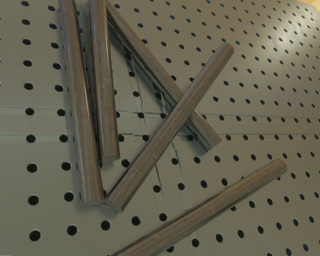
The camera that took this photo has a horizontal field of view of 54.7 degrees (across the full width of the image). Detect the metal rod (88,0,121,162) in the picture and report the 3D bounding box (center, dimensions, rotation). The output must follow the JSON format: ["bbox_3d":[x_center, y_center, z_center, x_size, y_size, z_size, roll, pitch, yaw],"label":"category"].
[{"bbox_3d":[-0.079,-0.102,0.411,0.025,0.025,0.299,3,66,-27],"label":"metal rod"}]

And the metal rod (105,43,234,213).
[{"bbox_3d":[0.027,-0.020,0.409,0.025,0.025,0.301,39,59,-3],"label":"metal rod"}]

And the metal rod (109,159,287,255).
[{"bbox_3d":[0.066,0.099,0.385,0.302,0.025,0.025,-19,72,-36],"label":"metal rod"}]

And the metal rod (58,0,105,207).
[{"bbox_3d":[-0.103,-0.053,0.386,0.025,0.025,0.299,1,61,-28],"label":"metal rod"}]

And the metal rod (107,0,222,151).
[{"bbox_3d":[-0.013,-0.092,0.458,0.025,0.025,0.300,-31,79,-38],"label":"metal rod"}]
